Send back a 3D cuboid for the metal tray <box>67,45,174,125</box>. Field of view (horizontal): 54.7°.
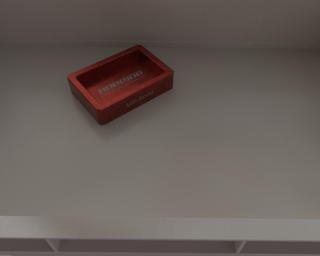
[{"bbox_3d":[-0.056,-0.069,0.458,0.131,0.030,0.090,-31,57,-24],"label":"metal tray"}]
